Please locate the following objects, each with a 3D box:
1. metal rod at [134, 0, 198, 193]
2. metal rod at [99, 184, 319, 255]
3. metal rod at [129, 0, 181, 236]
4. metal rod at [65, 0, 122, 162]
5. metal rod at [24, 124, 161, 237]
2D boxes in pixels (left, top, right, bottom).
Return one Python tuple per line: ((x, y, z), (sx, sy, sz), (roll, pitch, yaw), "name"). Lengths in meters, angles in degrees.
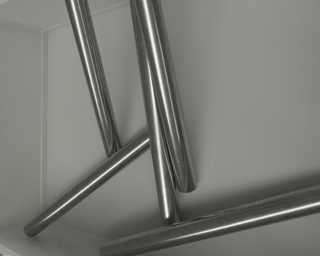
((0.002, -0.061, 0.324), (0.025, 0.025, 0.298), (7, 120, 40), "metal rod")
((0.047, 0.111, 0.343), (0.300, 0.025, 0.025), (-25, 74, 29), "metal rod")
((-0.003, -0.007, 0.375), (0.025, 0.025, 0.298), (-2, 99, 40), "metal rod")
((-0.085, -0.077, 0.392), (0.025, 0.025, 0.298), (16, 127, 39), "metal rod")
((-0.098, 0.078, 0.449), (0.299, 0.025, 0.025), (-38, 66, 20), "metal rod")
